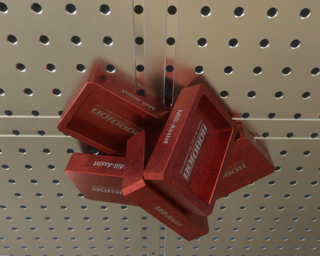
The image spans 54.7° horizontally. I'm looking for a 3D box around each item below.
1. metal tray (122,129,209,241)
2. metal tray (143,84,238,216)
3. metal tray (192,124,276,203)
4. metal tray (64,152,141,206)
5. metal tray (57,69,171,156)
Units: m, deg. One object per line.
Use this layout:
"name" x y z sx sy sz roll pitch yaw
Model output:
"metal tray" 0.010 0.073 0.391 0.030 0.090 0.130 -31 124 23
"metal tray" 0.042 0.024 0.365 0.030 0.130 0.090 -9 136 45
"metal tray" 0.089 0.059 0.458 0.130 0.030 0.090 -34 123 25
"metal tray" -0.058 0.077 0.441 0.131 0.030 0.090 4 143 15
"metal tray" -0.053 -0.007 0.402 0.131 0.030 0.090 29 124 -23
